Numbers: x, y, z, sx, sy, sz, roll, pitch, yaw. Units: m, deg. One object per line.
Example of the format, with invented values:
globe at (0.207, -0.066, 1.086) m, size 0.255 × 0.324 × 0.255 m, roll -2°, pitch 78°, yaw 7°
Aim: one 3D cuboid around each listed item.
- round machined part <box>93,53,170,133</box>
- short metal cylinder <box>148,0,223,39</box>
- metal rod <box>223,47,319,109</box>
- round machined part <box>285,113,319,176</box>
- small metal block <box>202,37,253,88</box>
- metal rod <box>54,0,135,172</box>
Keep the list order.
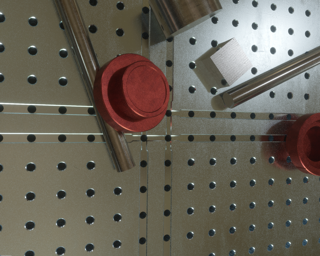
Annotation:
round machined part at (-0.027, -0.044, 0.378) m, size 0.099 × 0.042 × 0.097 m, roll 6°, pitch 81°, yaw -37°
short metal cylinder at (0.032, -0.155, 0.395) m, size 0.080 × 0.080 × 0.050 m, roll -30°, pitch 100°, yaw -17°
metal rod at (0.228, -0.102, 0.496) m, size 0.302 × 0.025 × 0.025 m, roll -26°, pitch 99°, yaw -18°
round machined part at (0.241, 0.025, 0.492) m, size 0.099 × 0.042 × 0.097 m, roll 0°, pitch 90°, yaw -20°
small metal block at (0.098, -0.094, 0.448) m, size 0.050 × 0.025 × 0.050 m, roll -41°, pitch 103°, yaw -15°
metal rod at (-0.091, -0.089, 0.378) m, size 0.025 × 0.025 × 0.298 m, roll -21°, pitch 97°, yaw -19°
